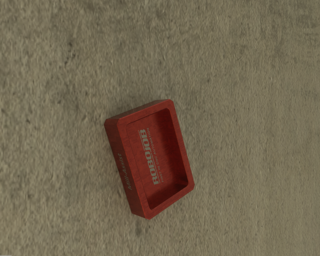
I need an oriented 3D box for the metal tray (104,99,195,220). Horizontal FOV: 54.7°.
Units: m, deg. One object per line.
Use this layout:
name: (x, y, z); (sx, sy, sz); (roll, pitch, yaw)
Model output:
metal tray: (-0.009, 0.037, 0.395); (0.091, 0.030, 0.129); (-25, 106, -37)
